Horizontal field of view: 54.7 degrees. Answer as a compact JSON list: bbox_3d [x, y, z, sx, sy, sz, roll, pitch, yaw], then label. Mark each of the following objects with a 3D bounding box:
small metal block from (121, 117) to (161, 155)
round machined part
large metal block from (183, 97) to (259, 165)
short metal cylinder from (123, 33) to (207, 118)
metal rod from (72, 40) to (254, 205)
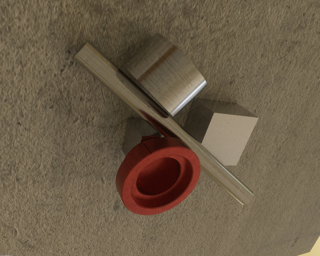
[{"bbox_3d":[-0.025,0.019,0.392,0.025,0.050,0.050,-2,120,-28],"label":"small metal block"},{"bbox_3d":[-0.005,0.051,0.364,0.099,0.042,0.097,-14,126,-20],"label":"round machined part"},{"bbox_3d":[0.080,0.006,0.442,0.081,0.050,0.079,4,116,-31],"label":"large metal block"},{"bbox_3d":[0.005,-0.057,0.342,0.050,0.080,0.080,-45,130,2],"label":"short metal cylinder"},{"bbox_3d":[0.021,0.009,0.379,0.025,0.025,0.300,-47,115,4],"label":"metal rod"}]
